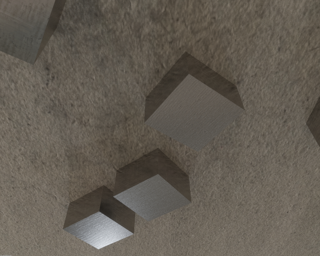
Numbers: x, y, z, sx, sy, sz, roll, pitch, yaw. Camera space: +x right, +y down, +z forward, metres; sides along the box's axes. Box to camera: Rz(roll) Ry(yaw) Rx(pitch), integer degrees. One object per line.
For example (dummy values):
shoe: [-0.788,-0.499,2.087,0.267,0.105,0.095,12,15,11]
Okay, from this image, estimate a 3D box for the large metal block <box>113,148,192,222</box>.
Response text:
large metal block: [-0.010,0.087,0.465,0.080,0.050,0.080,-30,124,22]

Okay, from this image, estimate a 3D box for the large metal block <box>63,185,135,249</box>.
large metal block: [-0.099,0.151,0.518,0.080,0.050,0.080,-30,124,23]

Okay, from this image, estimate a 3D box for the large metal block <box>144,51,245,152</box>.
large metal block: [0.038,-0.029,0.367,0.080,0.050,0.080,29,124,-23]

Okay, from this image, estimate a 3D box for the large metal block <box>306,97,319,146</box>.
large metal block: [0.243,-0.018,0.379,0.081,0.050,0.079,4,130,-4]

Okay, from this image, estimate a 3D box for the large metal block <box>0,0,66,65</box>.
large metal block: [-0.113,-0.116,0.270,0.050,0.080,0.080,23,126,-19]
